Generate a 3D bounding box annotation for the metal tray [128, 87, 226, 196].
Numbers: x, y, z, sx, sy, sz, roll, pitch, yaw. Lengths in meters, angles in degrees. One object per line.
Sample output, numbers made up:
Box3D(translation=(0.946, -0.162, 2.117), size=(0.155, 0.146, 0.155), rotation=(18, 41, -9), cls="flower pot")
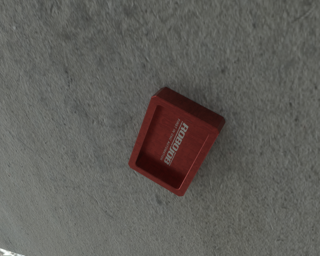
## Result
Box3D(translation=(0.017, 0.022, 0.408), size=(0.090, 0.030, 0.129), rotation=(29, 128, 9), cls="metal tray")
